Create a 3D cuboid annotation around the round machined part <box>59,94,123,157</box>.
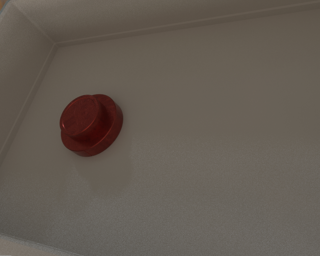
[{"bbox_3d":[-0.108,-0.010,0.459,0.098,0.042,0.098,-13,56,21],"label":"round machined part"}]
